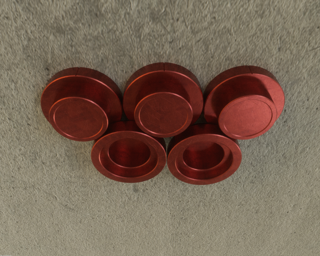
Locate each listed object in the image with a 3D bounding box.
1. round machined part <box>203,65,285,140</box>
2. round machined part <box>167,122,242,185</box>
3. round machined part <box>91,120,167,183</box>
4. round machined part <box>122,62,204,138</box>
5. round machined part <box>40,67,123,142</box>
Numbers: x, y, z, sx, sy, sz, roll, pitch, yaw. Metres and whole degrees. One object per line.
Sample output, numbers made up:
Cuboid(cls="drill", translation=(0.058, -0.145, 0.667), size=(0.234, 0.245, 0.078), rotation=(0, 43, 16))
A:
Cuboid(cls="round machined part", translation=(0.103, -0.024, 0.379), size=(0.099, 0.042, 0.097), rotation=(-1, 130, 0))
Cuboid(cls="round machined part", translation=(0.058, 0.031, 0.425), size=(0.099, 0.042, 0.097), rotation=(-1, 130, 0))
Cuboid(cls="round machined part", translation=(-0.041, 0.027, 0.420), size=(0.099, 0.042, 0.097), rotation=(-1, 130, 0))
Cuboid(cls="round machined part", translation=(0.004, -0.027, 0.375), size=(0.099, 0.042, 0.097), rotation=(-1, 130, 0))
Cuboid(cls="round machined part", translation=(-0.095, -0.022, 0.378), size=(0.099, 0.042, 0.097), rotation=(-1, 130, 0))
